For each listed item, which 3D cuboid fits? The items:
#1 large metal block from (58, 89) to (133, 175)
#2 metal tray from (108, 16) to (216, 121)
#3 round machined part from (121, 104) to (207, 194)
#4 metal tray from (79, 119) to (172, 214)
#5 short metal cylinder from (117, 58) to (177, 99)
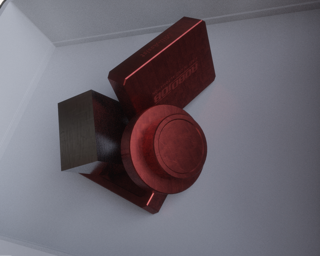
[{"bbox_3d":[-0.071,0.010,0.368,0.050,0.080,0.080,-17,71,25],"label":"large metal block"},{"bbox_3d":[0.009,-0.062,0.374,0.131,0.090,0.030,-42,46,-21],"label":"metal tray"},{"bbox_3d":[0.011,0.021,0.332,0.042,0.098,0.098,-17,49,56],"label":"round machined part"},{"bbox_3d":[-0.039,0.040,0.394,0.130,0.030,0.090,19,71,35],"label":"metal tray"},{"bbox_3d":[-0.014,-0.067,0.416,0.080,0.050,0.080,-24,28,14],"label":"short metal cylinder"}]
